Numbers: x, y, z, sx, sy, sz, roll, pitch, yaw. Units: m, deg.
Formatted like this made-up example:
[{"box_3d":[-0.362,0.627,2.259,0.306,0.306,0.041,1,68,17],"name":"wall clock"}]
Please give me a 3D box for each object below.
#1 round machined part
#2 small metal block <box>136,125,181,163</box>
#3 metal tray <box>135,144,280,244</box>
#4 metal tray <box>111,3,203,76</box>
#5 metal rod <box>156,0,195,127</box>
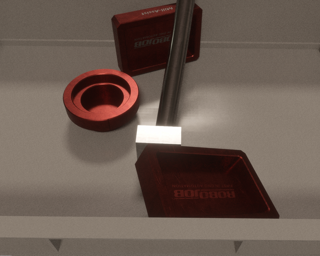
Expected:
[{"box_3d":[-0.077,-0.033,0.421,0.099,0.042,0.098,0,50,0],"name":"round machined part"},{"box_3d":[-0.001,0.023,0.369,0.050,0.050,0.025,2,51,1],"name":"small metal block"},{"box_3d":[0.048,0.063,0.315,0.131,0.030,0.090,6,45,-29],"name":"metal tray"},{"box_3d":[-0.002,-0.136,0.475,0.131,0.089,0.030,-17,47,-14],"name":"metal tray"},{"box_3d":[0.028,-0.128,0.421,0.025,0.025,0.299,8,80,6],"name":"metal rod"}]
